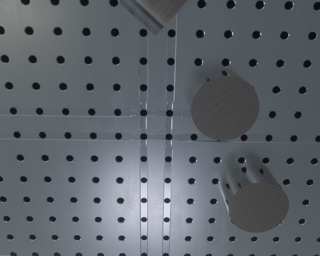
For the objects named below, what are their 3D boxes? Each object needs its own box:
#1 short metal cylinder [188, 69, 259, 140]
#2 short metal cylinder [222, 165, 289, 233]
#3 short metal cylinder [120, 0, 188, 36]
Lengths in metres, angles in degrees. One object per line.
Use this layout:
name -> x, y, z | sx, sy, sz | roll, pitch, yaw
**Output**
short metal cylinder -> 0.077, -0.031, 0.389 | 0.081, 0.050, 0.079 | 0, 110, 0
short metal cylinder -> 0.132, 0.099, 0.438 | 0.081, 0.050, 0.079 | 0, 110, 0
short metal cylinder -> 0.003, -0.146, 0.330 | 0.050, 0.080, 0.080 | 40, 105, -14
